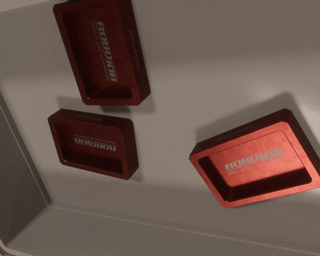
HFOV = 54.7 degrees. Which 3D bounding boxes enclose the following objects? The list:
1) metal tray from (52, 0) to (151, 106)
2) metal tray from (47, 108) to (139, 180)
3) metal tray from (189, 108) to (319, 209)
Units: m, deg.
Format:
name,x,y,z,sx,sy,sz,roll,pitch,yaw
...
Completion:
name,x,y,z,sx,sy,sz,roll,pitch,yaw
metal tray,-0.069,-0.092,0.382,0.090,0.030,0.129,2,120,26
metal tray,-0.101,0.024,0.470,0.130,0.030,0.089,9,122,23
metal tray,0.112,0.042,0.371,0.130,0.030,0.090,-26,105,36
